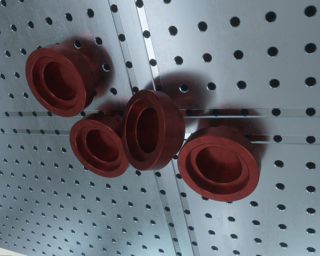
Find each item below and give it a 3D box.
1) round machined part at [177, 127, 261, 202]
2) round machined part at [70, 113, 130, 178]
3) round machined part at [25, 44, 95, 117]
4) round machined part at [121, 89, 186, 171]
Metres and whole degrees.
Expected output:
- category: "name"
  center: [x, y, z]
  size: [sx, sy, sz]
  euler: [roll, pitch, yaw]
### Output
- category: "round machined part"
  center: [0.075, 0.040, 0.384]
  size: [0.098, 0.042, 0.097]
  euler: [12, 124, 19]
- category: "round machined part"
  center: [-0.079, 0.021, 0.453]
  size: [0.098, 0.042, 0.097]
  euler: [13, 124, 20]
- category: "round machined part"
  center: [-0.131, -0.067, 0.425]
  size: [0.098, 0.042, 0.097]
  euler: [13, 124, 20]
- category: "round machined part"
  center: [-0.006, 0.003, 0.383]
  size: [0.098, 0.042, 0.097]
  euler: [-5, 83, 54]
